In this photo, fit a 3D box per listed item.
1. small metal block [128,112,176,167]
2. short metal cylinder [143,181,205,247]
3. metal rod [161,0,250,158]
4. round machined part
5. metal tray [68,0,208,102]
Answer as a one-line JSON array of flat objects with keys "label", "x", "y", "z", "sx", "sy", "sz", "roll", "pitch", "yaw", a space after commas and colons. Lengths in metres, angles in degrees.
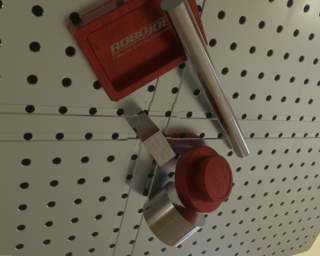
[{"label": "small metal block", "x": -0.010, "y": 0.014, "z": 0.400, "sx": 0.025, "sy": 0.050, "sz": 0.050, "roll": -36, "pitch": 129, "yaw": -5}, {"label": "short metal cylinder", "x": 0.021, "y": 0.127, "z": 0.462, "sx": 0.050, "sy": 0.080, "sz": 0.080, "roll": -44, "pitch": 131, "yaw": 17}, {"label": "metal rod", "x": 0.074, "y": -0.040, "z": 0.401, "sx": 0.025, "sy": 0.025, "sz": 0.300, "roll": -40, "pitch": 138, "yaw": -1}, {"label": "round machined part", "x": 0.070, "y": 0.075, "z": 0.454, "sx": 0.099, "sy": 0.042, "sz": 0.098, "roll": 10, "pitch": 75, "yaw": -43}, {"label": "metal tray", "x": -0.019, "y": -0.099, "z": 0.337, "sx": 0.131, "sy": 0.030, "sz": 0.090, "roll": -32, "pitch": 129, "yaw": -8}]
